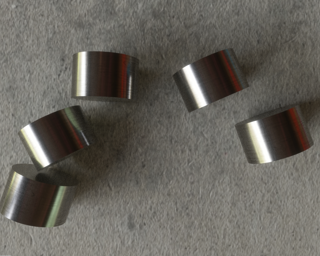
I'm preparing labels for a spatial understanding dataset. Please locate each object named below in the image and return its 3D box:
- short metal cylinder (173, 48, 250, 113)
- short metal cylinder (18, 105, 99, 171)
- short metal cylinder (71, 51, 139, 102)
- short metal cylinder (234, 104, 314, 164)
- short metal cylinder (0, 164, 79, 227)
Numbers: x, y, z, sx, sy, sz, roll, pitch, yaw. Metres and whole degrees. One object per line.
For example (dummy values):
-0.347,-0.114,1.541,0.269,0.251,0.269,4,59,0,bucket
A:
0.063,-0.057,0.383,0.080,0.080,0.050,-23,90,0,short metal cylinder
-0.123,0.013,0.381,0.080,0.080,0.050,-27,90,0,short metal cylinder
-0.067,-0.060,0.382,0.081,0.080,0.050,2,90,-1,short metal cylinder
0.140,0.007,0.384,0.080,0.080,0.050,-20,90,0,short metal cylinder
-0.147,0.081,0.381,0.080,0.080,0.050,18,90,-1,short metal cylinder
